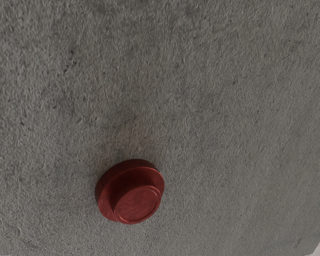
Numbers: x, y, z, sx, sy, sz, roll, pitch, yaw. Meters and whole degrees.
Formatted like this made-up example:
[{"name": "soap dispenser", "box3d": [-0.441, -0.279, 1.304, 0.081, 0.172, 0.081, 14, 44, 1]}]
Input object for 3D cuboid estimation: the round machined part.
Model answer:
[{"name": "round machined part", "box3d": [-0.038, 0.095, 0.433, 0.099, 0.042, 0.097, -14, 124, -21]}]
